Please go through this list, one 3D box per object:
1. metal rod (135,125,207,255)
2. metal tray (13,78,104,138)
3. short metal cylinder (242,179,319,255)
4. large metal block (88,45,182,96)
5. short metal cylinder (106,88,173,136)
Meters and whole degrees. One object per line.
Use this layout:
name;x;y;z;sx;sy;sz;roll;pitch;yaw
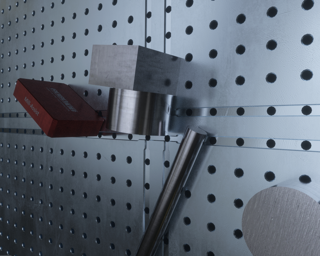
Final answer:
metal rod;-0.006;0.136;0.412;0.025;0.025;0.298;32;110;35
metal tray;-0.164;-0.033;0.498;0.130;0.091;0.030;40;114;32
short metal cylinder;0.125;0.091;0.289;0.080;0.050;0.079;0;90;39
large metal block;-0.032;-0.073;0.398;0.080;0.081;0.050;13;98;39
short metal cylinder;-0.026;-0.022;0.393;0.080;0.081;0.050;12;97;39
